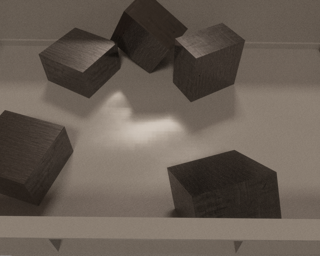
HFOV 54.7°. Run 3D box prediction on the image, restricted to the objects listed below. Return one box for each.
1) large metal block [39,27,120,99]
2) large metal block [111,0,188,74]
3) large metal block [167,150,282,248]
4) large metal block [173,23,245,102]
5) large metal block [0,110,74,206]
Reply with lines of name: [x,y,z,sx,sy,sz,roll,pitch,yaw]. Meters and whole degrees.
large metal block: [-0.119,-0.101,0.472,0.080,0.050,0.080,24,54,18]
large metal block: [-0.019,-0.139,0.463,0.080,0.080,0.050,39,65,-9]
large metal block: [0.060,0.065,0.310,0.081,0.050,0.080,-13,13,-11]
large metal block: [0.068,-0.095,0.450,0.081,0.080,0.050,-24,54,-19]
large metal block: [-0.161,0.033,0.359,0.080,0.050,0.080,15,51,11]
